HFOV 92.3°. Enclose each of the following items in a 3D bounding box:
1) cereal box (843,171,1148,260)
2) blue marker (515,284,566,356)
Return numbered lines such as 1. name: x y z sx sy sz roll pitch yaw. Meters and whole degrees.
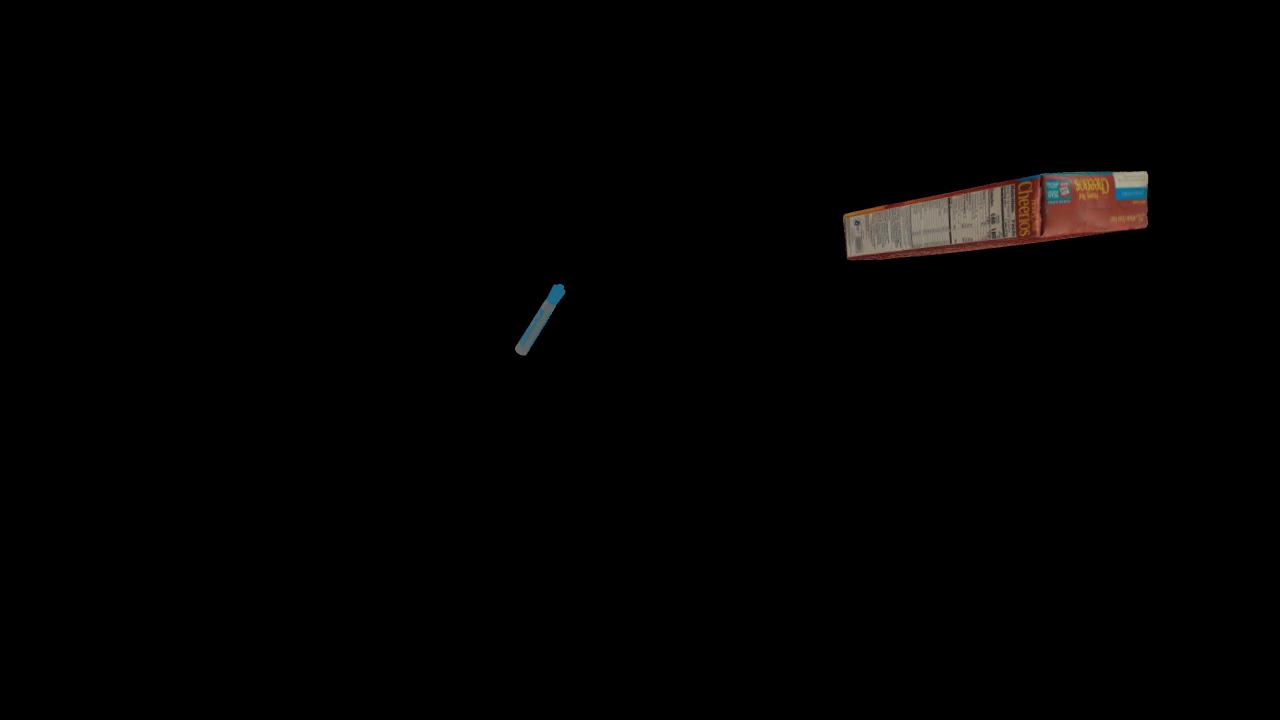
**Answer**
1. cereal box: 0.461 -0.191 0.834 0.203 0.081 0.306 -9 7 -23
2. blue marker: -0.136 -0.055 0.838 0.020 0.121 0.020 28 28 -17
